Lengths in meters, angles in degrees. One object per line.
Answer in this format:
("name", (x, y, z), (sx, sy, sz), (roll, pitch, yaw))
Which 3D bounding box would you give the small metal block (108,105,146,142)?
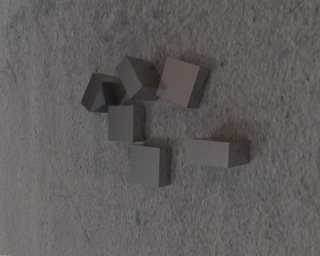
("small metal block", (-0.047, -0.006, 0.442), (0.050, 0.025, 0.050), (1, 91, 39))

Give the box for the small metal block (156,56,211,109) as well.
("small metal block", (0.028, -0.056, 0.380), (0.050, 0.025, 0.050), (27, 107, 36))

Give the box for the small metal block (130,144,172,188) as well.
("small metal block", (-0.012, 0.049, 0.413), (0.050, 0.025, 0.050), (4, 93, 39))

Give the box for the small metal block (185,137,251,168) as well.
("small metal block", (0.063, 0.025, 0.335), (0.050, 0.050, 0.025), (4, 93, 39))

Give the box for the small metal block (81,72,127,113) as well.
("small metal block", (-0.080, -0.050, 0.452), (0.025, 0.050, 0.050), (42, 115, 31))

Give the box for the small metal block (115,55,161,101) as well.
("small metal block", (-0.024, -0.064, 0.406), (0.025, 0.050, 0.050), (-41, 65, 32))
